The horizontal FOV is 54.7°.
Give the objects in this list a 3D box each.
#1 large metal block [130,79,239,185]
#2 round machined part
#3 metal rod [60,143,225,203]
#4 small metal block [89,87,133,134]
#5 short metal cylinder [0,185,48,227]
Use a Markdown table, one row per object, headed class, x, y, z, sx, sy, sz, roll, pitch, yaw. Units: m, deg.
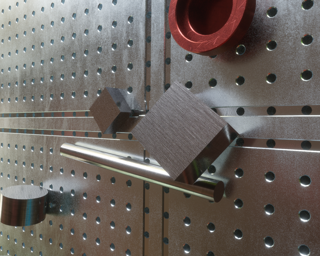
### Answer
| class | x | y | z | sx | sy | sz | roll | pitch | yaw |
| --- | --- | --- | --- | --- | --- | --- | --- | --- | --- |
| large metal block | 0.028 | 0.006 | 0.353 | 0.080 | 0.050 | 0.080 | -49 | 60 | 7 |
| round machined part | 0.061 | -0.130 | 0.347 | 0.098 | 0.042 | 0.097 | 0 | 90 | 39 |
| metal rod | -0.048 | 0.055 | 0.446 | 0.300 | 0.025 | 0.025 | 9 | 96 | 39 |
| small metal block | -0.075 | -0.026 | 0.469 | 0.050 | 0.025 | 0.050 | -47 | 62 | 29 |
| short metal cylinder | -0.255 | 0.143 | 0.580 | 0.080 | 0.081 | 0.050 | 12 | 98 | 39 |
